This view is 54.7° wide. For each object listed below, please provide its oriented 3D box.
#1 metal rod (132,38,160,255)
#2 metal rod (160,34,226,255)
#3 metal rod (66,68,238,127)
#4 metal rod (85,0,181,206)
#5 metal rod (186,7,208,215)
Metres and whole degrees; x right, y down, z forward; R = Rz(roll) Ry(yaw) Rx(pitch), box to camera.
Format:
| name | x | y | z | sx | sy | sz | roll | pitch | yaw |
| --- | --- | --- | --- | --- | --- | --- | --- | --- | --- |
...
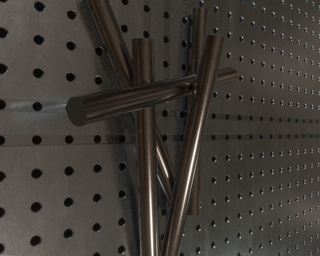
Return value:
| name | x | y | z | sx | sy | sz | roll | pitch | yaw |
| --- | --- | --- | --- | --- | --- | --- | --- | --- | --- |
| metal rod | -0.016 | 0.046 | 0.376 | 0.025 | 0.025 | 0.298 | -10 | 103 | -40 |
| metal rod | 0.037 | 0.038 | 0.388 | 0.025 | 0.025 | 0.298 | -1 | 107 | -40 |
| metal rod | 0.021 | -0.048 | 0.369 | 0.302 | 0.025 | 0.025 | -21 | 104 | -51 |
| metal rod | -0.023 | -0.019 | 0.391 | 0.025 | 0.025 | 0.298 | -34 | 111 | -35 |
| metal rod | 0.052 | -0.025 | 0.454 | 0.025 | 0.025 | 0.298 | 4 | 87 | -40 |
